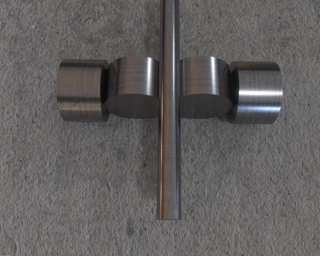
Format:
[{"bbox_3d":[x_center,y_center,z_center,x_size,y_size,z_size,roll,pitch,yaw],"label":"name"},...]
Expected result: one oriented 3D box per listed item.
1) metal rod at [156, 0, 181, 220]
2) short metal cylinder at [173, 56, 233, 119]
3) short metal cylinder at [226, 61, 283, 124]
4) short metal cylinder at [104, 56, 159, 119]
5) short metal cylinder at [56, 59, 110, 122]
[{"bbox_3d":[0.011,-0.048,0.362,0.025,0.025,0.299,1,70,0],"label":"metal rod"},{"bbox_3d":[0.051,-0.049,0.398,0.080,0.080,0.050,1,70,0],"label":"short metal cylinder"},{"bbox_3d":[0.117,-0.045,0.398,0.050,0.080,0.080,1,70,0],"label":"short metal cylinder"},{"bbox_3d":[-0.029,-0.049,0.398,0.080,0.080,0.050,1,70,0],"label":"short metal cylinder"},{"bbox_3d":[-0.094,-0.047,0.397,0.050,0.080,0.080,1,70,0],"label":"short metal cylinder"}]
